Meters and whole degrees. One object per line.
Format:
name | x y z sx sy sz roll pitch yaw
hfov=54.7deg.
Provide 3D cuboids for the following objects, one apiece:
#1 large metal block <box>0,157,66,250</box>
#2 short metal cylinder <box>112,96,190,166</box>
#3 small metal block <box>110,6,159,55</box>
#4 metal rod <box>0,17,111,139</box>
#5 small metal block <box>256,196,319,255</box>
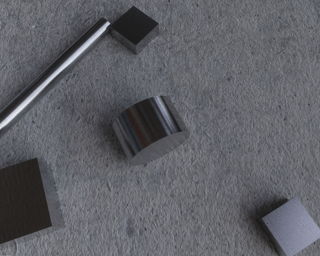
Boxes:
large metal block | -0.166 0.090 0.361 0.080 0.050 0.080 -18 71 -7
short metal cylinder | -0.011 0.004 0.377 0.080 0.080 0.050 -26 72 -9
small metal block | -0.037 -0.145 0.461 0.050 0.025 0.050 39 74 13
metal rod | -0.175 -0.046 0.423 0.025 0.025 0.301 37 74 12
small metal block | 0.152 0.117 0.367 0.050 0.025 0.050 -28 73 -10
